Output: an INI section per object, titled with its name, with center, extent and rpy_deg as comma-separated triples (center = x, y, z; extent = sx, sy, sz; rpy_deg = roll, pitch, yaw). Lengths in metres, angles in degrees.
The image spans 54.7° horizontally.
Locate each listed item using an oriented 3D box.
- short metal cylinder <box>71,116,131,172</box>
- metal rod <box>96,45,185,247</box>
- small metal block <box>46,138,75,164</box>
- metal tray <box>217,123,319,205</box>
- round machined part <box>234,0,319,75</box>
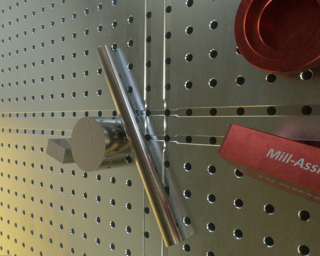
[short metal cylinder]
center = -0.088, 0.023, 0.464
extent = 0.080, 0.050, 0.079
rpy_deg = 0, 90, 39
[metal rod]
center = -0.034, 0.013, 0.434
extent = 0.025, 0.025, 0.299
rpy_deg = -34, 69, 34
[small metal block]
center = -0.151, 0.037, 0.515
extent = 0.050, 0.050, 0.025
rpy_deg = 21, 103, 37
[metal tray]
center = 0.125, 0.040, 0.260
extent = 0.130, 0.090, 0.030
rpy_deg = 19, 81, 38
[round machined part]
center = 0.125, -0.099, 0.294
extent = 0.098, 0.042, 0.097
rpy_deg = 0, 90, 39
